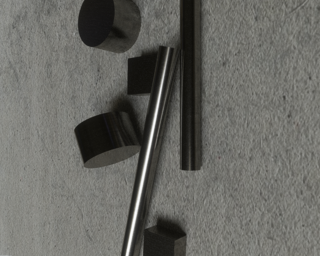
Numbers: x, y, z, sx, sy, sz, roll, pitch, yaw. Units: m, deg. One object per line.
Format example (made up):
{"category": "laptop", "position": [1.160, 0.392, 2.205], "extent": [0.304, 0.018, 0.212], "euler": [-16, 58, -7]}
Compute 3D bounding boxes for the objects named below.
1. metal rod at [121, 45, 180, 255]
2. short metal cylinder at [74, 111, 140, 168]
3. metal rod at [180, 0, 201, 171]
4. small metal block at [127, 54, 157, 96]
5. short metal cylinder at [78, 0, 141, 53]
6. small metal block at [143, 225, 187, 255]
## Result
{"category": "metal rod", "position": [-0.017, 0.046, 0.406], "extent": [0.025, 0.025, 0.298], "euler": [22, 108, 38]}
{"category": "short metal cylinder", "position": [-0.072, 0.018, 0.429], "extent": [0.080, 0.081, 0.050], "euler": [-32, 70, 35]}
{"category": "metal rod", "position": [0.036, -0.099, 0.374], "extent": [0.025, 0.025, 0.298], "euler": [0, 90, 40]}
{"category": "small metal block", "position": [-0.017, -0.070, 0.419], "extent": [0.050, 0.025, 0.050], "euler": [2, 91, 40]}
{"category": "short metal cylinder", "position": [-0.074, -0.153, 0.450], "extent": [0.080, 0.050, 0.079], "euler": [0, 90, 40]}
{"category": "small metal block", "position": [0.005, 0.159, 0.401], "extent": [0.050, 0.025, 0.050], "euler": [5, 93, 40]}
